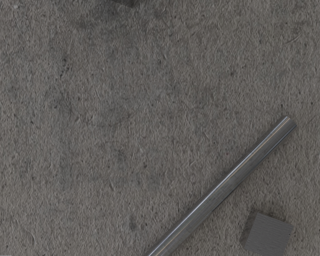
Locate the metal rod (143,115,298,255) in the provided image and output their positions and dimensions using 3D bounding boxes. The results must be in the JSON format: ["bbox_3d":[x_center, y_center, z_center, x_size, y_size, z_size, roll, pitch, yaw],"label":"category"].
[{"bbox_3d":[0.066,0.098,0.410,0.025,0.025,0.300,45,90,0],"label":"metal rod"}]

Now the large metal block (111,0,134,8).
[{"bbox_3d":[-0.062,-0.214,0.397,0.080,0.050,0.080,21,90,0],"label":"large metal block"}]

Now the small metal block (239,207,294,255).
[{"bbox_3d":[0.140,0.141,0.411,0.050,0.025,0.050,21,90,0],"label":"small metal block"}]
